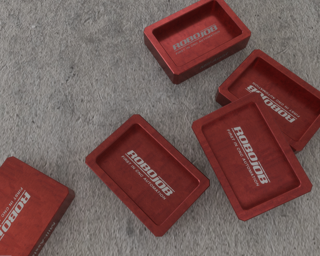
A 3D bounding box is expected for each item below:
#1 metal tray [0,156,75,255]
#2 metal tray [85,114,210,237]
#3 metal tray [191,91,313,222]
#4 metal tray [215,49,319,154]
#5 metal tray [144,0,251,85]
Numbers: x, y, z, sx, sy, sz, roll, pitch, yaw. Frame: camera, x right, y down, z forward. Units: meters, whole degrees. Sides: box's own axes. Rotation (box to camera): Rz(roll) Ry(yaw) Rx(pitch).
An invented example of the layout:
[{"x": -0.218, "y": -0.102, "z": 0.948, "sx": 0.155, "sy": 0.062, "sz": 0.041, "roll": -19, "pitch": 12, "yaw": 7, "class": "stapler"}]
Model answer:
[{"x": -0.175, "y": 0.110, "z": 0.364, "sx": 0.090, "sy": 0.030, "sz": 0.130, "roll": 27, "pitch": 72, "yaw": 9, "class": "metal tray"}, {"x": -0.016, "y": 0.057, "z": 0.384, "sx": 0.130, "sy": 0.030, "sz": 0.090, "roll": 43, "pitch": 75, "yaw": 14, "class": "metal tray"}, {"x": 0.107, "y": 0.033, "z": 0.374, "sx": 0.090, "sy": 0.030, "sz": 0.130, "roll": -27, "pitch": 78, "yaw": 6, "class": "metal tray"}, {"x": 0.153, "y": -0.036, "z": 0.419, "sx": 0.130, "sy": 0.030, "sz": 0.090, "roll": 40, "pitch": 75, "yaw": 13, "class": "metal tray"}, {"x": 0.053, "y": -0.132, "z": 0.453, "sx": 0.131, "sy": 0.030, "sz": 0.090, "roll": -30, "pitch": 73, "yaw": -11, "class": "metal tray"}]
